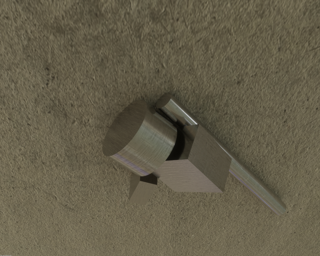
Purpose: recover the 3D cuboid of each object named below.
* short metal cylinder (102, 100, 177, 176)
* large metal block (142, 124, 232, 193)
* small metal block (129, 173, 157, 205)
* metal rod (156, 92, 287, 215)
[{"bbox_3d":[-0.026,0.012,0.381,0.080,0.080,0.050,-37,121,27],"label":"short metal cylinder"},{"bbox_3d":[0.035,0.043,0.407,0.080,0.050,0.080,-10,137,43],"label":"large metal block"},{"bbox_3d":[-0.025,0.076,0.456,0.025,0.050,0.050,17,128,-14],"label":"small metal block"},{"bbox_3d":[0.104,0.051,0.452,0.025,0.025,0.301,-34,123,25],"label":"metal rod"}]
